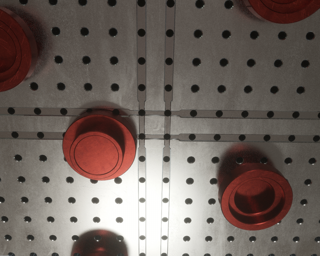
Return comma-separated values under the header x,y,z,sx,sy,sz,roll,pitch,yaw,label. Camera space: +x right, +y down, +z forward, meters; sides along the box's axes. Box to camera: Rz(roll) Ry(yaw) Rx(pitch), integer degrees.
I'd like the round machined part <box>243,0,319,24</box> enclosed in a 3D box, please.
x,y,z,sx,sy,sz,roll,pitch,yaw,label
0.137,-0.168,0.345,0.099,0.042,0.097,0,110,-1,round machined part

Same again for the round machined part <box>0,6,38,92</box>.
x,y,z,sx,sy,sz,roll,pitch,yaw,label
-0.194,-0.095,0.367,0.099,0.042,0.097,0,110,-1,round machined part

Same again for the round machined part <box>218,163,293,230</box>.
x,y,z,sx,sy,sz,roll,pitch,yaw,label
0.131,0.093,0.441,0.099,0.042,0.097,0,110,-1,round machined part

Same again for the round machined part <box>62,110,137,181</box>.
x,y,z,sx,sy,sz,roll,pitch,yaw,label
-0.081,0.028,0.414,0.099,0.042,0.097,0,110,-1,round machined part

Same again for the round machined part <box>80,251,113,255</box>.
x,y,z,sx,sy,sz,roll,pitch,yaw,label
-0.100,0.236,0.490,0.099,0.042,0.097,0,110,0,round machined part
